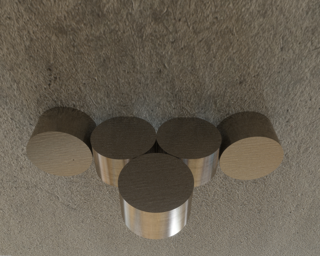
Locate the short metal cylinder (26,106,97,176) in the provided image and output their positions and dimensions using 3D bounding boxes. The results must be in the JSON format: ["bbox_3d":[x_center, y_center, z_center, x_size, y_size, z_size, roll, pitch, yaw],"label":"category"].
[{"bbox_3d":[-0.125,0.018,0.406,0.081,0.050,0.079,-1,130,0],"label":"short metal cylinder"}]

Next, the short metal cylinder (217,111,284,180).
[{"bbox_3d":[0.116,0.024,0.413,0.081,0.050,0.079,-1,131,0],"label":"short metal cylinder"}]

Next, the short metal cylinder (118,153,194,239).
[{"bbox_3d":[-0.004,0.074,0.344,0.081,0.080,0.050,1,131,-1],"label":"short metal cylinder"}]

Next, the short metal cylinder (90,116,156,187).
[{"bbox_3d":[-0.045,0.029,0.397,0.081,0.080,0.050,0,130,0],"label":"short metal cylinder"}]

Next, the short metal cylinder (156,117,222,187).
[{"bbox_3d":[0.036,0.029,0.398,0.081,0.080,0.050,0,129,0],"label":"short metal cylinder"}]
